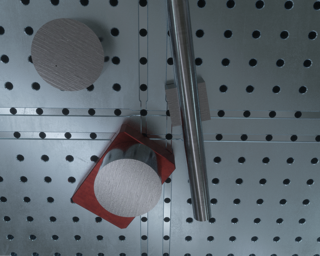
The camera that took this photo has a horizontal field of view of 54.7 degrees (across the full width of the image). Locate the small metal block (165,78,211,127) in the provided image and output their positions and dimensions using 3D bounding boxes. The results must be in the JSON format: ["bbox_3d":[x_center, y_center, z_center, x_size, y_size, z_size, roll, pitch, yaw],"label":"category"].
[{"bbox_3d":[0.036,-0.033,0.401,0.050,0.025,0.050,-11,110,4],"label":"small metal block"}]

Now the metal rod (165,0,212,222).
[{"bbox_3d":[0.038,-0.015,0.381,0.025,0.025,0.298,-8,110,3],"label":"metal rod"}]

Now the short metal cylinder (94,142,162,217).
[{"bbox_3d":[-0.038,0.064,0.391,0.081,0.050,0.079,0,110,0],"label":"short metal cylinder"}]

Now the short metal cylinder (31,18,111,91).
[{"bbox_3d":[-0.102,-0.088,0.366,0.081,0.050,0.079,0,110,0],"label":"short metal cylinder"}]

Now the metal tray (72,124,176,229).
[{"bbox_3d":[-0.051,0.071,0.436,0.090,0.030,0.129,34,106,-12],"label":"metal tray"}]
